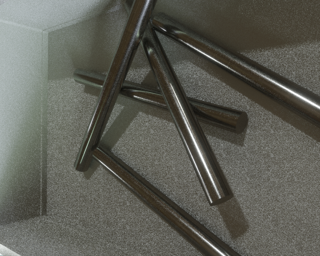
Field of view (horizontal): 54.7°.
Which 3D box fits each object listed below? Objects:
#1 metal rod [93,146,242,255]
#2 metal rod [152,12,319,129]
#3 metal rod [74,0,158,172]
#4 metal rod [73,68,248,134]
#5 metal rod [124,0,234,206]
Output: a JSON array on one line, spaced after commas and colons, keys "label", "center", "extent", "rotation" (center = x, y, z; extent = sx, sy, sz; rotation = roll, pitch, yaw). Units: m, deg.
[{"label": "metal rod", "center": [0.009, 0.104, 0.399], "extent": [0.300, 0.025, 0.025], "rotation": [32, 110, 35]}, {"label": "metal rod", "center": [0.096, -0.058, 0.327], "extent": [0.300, 0.025, 0.025], "rotation": [40, 115, 32]}, {"label": "metal rod", "center": [-0.072, -0.046, 0.434], "extent": [0.025, 0.025, 0.298], "rotation": [49, 129, 28]}, {"label": "metal rod", "center": [-0.023, -0.046, 0.425], "extent": [0.300, 0.025, 0.025], "rotation": [20, 103, 38]}, {"label": "metal rod", "center": [0.011, -0.052, 0.370], "extent": [0.025, 0.025, 0.299], "rotation": [-41, 57, 32]}]
